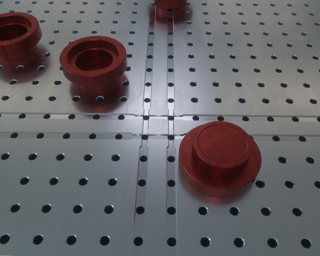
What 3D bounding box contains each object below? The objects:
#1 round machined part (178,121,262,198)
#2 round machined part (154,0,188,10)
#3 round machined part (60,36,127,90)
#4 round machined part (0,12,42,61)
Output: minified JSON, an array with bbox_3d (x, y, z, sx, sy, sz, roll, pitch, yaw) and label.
[{"bbox_3d":[0.072,0.030,0.372,0.099,0.042,0.098,0,50,0],"label":"round machined part"},{"bbox_3d":[0.022,-0.278,0.630,0.099,0.042,0.098,0,50,0],"label":"round machined part"},{"bbox_3d":[-0.099,-0.096,0.477,0.099,0.042,0.098,0,50,0],"label":"round machined part"},{"bbox_3d":[-0.249,-0.151,0.522,0.099,0.042,0.098,0,50,0],"label":"round machined part"}]
